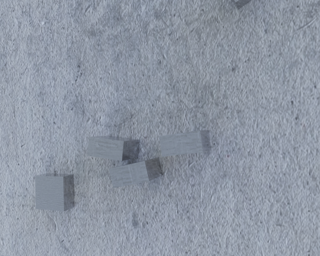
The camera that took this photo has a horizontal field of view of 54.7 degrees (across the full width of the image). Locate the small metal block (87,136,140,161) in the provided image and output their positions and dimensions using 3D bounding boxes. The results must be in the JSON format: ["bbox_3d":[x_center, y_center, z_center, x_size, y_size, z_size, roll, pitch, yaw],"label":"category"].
[{"bbox_3d":[-0.061,0.026,0.417,0.050,0.050,0.025,6,92,20],"label":"small metal block"}]

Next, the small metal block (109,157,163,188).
[{"bbox_3d":[-0.030,0.058,0.406,0.050,0.050,0.025,-14,85,19],"label":"small metal block"}]

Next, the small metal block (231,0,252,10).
[{"bbox_3d":[0.101,-0.182,0.373,0.050,0.025,0.050,-33,80,17],"label":"small metal block"}]

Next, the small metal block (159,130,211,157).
[{"bbox_3d":[0.033,0.018,0.384,0.050,0.050,0.025,-8,87,20],"label":"small metal block"}]

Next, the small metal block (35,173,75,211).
[{"bbox_3d":[-0.158,0.095,0.465,0.050,0.025,0.050,-1,90,20],"label":"small metal block"}]
